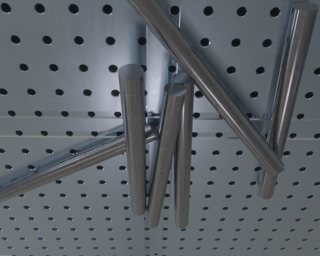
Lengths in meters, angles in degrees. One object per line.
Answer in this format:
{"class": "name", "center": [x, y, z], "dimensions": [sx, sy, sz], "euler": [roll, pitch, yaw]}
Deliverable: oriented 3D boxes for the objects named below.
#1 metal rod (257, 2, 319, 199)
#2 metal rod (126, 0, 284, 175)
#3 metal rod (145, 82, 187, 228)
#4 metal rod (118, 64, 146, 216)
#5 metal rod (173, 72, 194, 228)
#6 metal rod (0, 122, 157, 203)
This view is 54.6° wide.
{"class": "metal rod", "center": [0.157, -0.008, 0.405], "dimensions": [0.025, 0.025, 0.298], "euler": [-4, 130, 3]}
{"class": "metal rod", "center": [0.064, -0.042, 0.359], "dimensions": [0.025, 0.025, 0.300], "euler": [-32, 119, 24]}
{"class": "metal rod", "center": [0.002, 0.062, 0.448], "dimensions": [0.025, 0.025, 0.298], "euler": [4, 135, -4]}
{"class": "metal rod", "center": [-0.032, 0.042, 0.415], "dimensions": [0.025, 0.025, 0.298], "euler": [1, 140, -1]}
{"class": "metal rod", "center": [0.033, 0.055, 0.458], "dimensions": [0.025, 0.025, 0.298], "euler": [-2, 130, 1]}
{"class": "metal rod", "center": [-0.139, 0.058, 0.459], "dimensions": [0.300, 0.025, 0.025], "euler": [-23, 127, 18]}
